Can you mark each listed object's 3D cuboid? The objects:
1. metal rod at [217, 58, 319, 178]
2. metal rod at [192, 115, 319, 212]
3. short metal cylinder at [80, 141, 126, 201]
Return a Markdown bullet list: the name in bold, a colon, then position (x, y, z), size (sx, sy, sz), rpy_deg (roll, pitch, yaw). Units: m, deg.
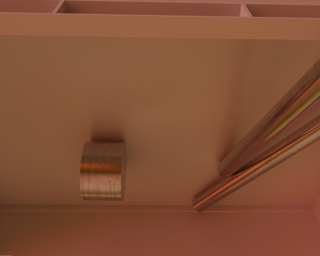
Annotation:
- **metal rod**: position (0.115, 0.002, 0.331), size (0.025, 0.025, 0.299), rpy_deg (5, 156, -5)
- **metal rod**: position (0.150, 0.046, 0.433), size (0.025, 0.025, 0.299), rpy_deg (28, 130, -22)
- **short metal cylinder**: position (-0.074, 0.058, 0.421), size (0.050, 0.080, 0.079), rpy_deg (1, 130, -2)
